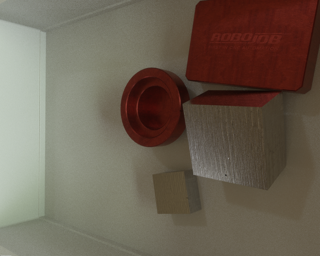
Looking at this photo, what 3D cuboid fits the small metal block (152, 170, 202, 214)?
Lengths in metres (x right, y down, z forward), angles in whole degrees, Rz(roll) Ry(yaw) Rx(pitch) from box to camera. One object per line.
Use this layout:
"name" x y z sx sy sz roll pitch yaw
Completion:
"small metal block" 0.021 0.080 0.388 0.050 0.025 0.050 -13 82 39

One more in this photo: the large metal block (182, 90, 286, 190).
"large metal block" 0.075 0.008 0.311 0.080 0.050 0.079 6 115 39

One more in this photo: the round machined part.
"round machined part" -0.001 -0.025 0.395 0.098 0.042 0.097 0 90 39

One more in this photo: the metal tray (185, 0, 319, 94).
"metal tray" 0.093 -0.088 0.325 0.130 0.030 0.089 13 98 38
